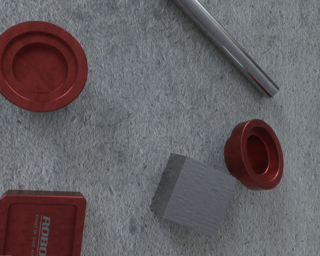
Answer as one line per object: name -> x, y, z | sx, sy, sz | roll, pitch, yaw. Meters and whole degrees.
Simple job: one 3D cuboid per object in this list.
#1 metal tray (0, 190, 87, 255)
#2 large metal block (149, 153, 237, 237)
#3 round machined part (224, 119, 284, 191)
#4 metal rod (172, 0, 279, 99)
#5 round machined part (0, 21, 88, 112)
metal tray -> -0.139, 0.139, 0.355 | 0.091, 0.030, 0.129 | 7, 88, -20
large metal block -> 0.044, 0.087, 0.413 | 0.080, 0.050, 0.080 | 25, 82, -19
round machined part -> 0.128, 0.039, 0.437 | 0.099, 0.042, 0.098 | 13, 69, -37
metal rod -> 0.063, -0.149, 0.433 | 0.300, 0.025, 0.025 | 41, 77, -16
round machined part -> -0.134, -0.066, 0.351 | 0.099, 0.042, 0.097 | 0, 90, -21
